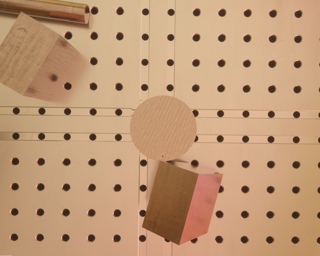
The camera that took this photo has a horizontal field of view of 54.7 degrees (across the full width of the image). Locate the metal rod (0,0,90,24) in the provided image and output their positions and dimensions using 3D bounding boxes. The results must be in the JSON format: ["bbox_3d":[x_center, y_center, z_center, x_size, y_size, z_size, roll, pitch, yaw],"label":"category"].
[{"bbox_3d":[-0.247,-0.172,0.411,0.302,0.025,0.025,8,90,0],"label":"metal rod"}]

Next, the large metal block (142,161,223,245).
[{"bbox_3d":[0.031,0.087,0.379,0.050,0.080,0.080,15,90,31],"label":"large metal block"}]

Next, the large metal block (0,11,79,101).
[{"bbox_3d":[-0.154,-0.083,0.384,0.050,0.080,0.080,31,90,0],"label":"large metal block"}]

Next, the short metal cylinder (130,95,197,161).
[{"bbox_3d":[0.004,0.003,0.396,0.081,0.050,0.080,0,84,-2],"label":"short metal cylinder"}]
